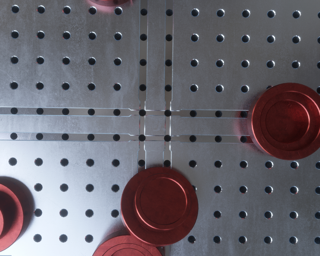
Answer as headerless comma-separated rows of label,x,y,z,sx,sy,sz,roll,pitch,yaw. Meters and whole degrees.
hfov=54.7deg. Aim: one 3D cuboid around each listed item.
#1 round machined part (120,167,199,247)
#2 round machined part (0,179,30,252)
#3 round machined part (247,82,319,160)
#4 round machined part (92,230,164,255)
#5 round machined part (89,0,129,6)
round machined part,0.001,0.095,0.385,0.099,0.042,0.098,5,64,-9
round machined part,-0.227,0.117,0.402,0.099,0.042,0.097,0,90,-1
round machined part,0.163,-0.008,0.407,0.099,0.042,0.097,0,90,-1
round machined part,-0.040,0.181,0.405,0.099,0.042,0.097,0,90,-1
round machined part,-0.069,-0.215,0.404,0.099,0.042,0.097,0,90,-1
